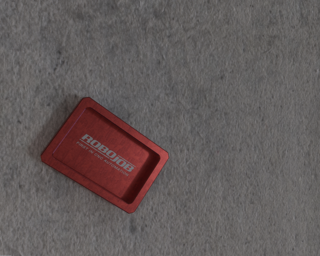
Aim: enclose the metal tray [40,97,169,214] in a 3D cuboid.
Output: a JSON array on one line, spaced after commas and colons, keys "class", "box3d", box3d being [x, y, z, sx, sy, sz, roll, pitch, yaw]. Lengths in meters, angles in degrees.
[{"class": "metal tray", "box3d": [-0.065, 0.034, 0.382, 0.130, 0.030, 0.090, 36, 78, -17]}]
